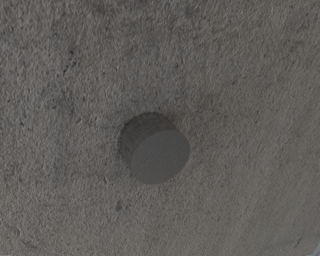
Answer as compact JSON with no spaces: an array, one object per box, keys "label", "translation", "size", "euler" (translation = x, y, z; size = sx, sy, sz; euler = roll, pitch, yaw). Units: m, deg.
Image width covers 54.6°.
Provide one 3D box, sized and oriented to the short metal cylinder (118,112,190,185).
[{"label":"short metal cylinder","translation":[-0.008,0.026,0.401],"size":[0.081,0.050,0.080],"euler":[-14,124,-21]}]
